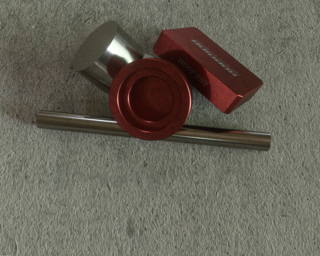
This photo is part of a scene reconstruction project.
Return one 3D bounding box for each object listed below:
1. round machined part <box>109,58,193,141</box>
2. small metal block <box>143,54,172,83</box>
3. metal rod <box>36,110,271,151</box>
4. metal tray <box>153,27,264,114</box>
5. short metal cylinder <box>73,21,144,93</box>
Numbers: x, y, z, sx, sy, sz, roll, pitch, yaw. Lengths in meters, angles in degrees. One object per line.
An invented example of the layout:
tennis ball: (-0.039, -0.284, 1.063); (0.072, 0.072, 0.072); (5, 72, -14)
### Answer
round machined part: (-0.009, -0.037, 0.381); (0.098, 0.042, 0.097); (3, 105, 11)
small metal block: (-0.001, -0.068, 0.419); (0.050, 0.050, 0.025); (22, 72, 8)
metal rod: (-0.009, 0.003, 0.408); (0.302, 0.025, 0.025); (6, 70, 2)
metal tray: (0.065, -0.081, 0.410); (0.130, 0.030, 0.091); (44, 37, 14)
short metal cylinder: (-0.068, -0.093, 0.409); (0.080, 0.050, 0.080); (-25, 45, 29)
